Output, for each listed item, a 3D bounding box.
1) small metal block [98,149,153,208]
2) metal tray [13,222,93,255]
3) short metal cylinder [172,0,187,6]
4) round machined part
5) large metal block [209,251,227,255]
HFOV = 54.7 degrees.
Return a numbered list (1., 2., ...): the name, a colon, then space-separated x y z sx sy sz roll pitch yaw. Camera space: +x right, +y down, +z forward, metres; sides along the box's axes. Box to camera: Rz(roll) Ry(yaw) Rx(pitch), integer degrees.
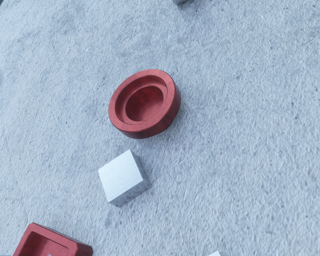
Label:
1. small metal block: -0.045 0.063 0.389 0.050 0.025 0.050 -34 51 6
2. metal tray: -0.145 0.188 0.361 0.090 0.030 0.130 9 66 31
3. short metal cylinder: 0.033 -0.250 0.505 0.050 0.080 0.080 -21 54 16
4. round machined part: -0.017 -0.028 0.419 0.098 0.042 0.098 -13 56 21
5. large metal block: 0.040 0.166 0.266 0.080 0.050 0.080 -31 52 8
